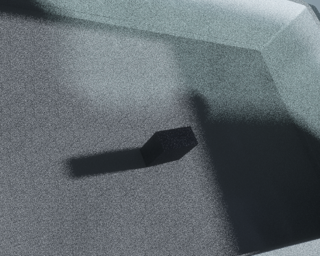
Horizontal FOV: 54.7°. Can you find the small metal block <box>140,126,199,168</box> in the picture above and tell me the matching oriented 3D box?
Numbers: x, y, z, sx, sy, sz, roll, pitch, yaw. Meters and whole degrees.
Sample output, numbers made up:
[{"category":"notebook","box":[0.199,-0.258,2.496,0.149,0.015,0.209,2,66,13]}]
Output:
[{"category":"small metal block","box":[0.010,0.023,0.383,0.050,0.050,0.025,-9,67,-32]}]
